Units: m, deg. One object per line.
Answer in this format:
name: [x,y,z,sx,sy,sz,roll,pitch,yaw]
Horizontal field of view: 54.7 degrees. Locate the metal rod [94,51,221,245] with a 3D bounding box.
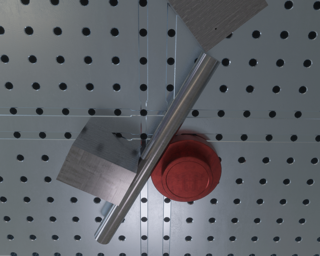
metal rod: [-0.013,0.039,0.406,0.025,0.025,0.298,27,109,-10]

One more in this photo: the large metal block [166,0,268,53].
large metal block: [0.058,-0.145,0.347,0.080,0.050,0.080,-36,106,12]

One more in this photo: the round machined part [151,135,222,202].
round machined part: [0.036,0.062,0.427,0.099,0.042,0.097,0,110,-1]

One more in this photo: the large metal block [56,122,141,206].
large metal block: [-0.074,0.043,0.399,0.080,0.080,0.050,26,108,-9]
